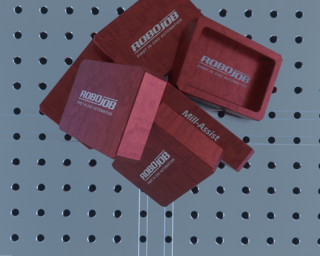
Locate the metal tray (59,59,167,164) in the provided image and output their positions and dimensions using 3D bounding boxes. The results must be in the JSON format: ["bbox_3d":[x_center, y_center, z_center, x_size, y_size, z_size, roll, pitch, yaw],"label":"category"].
[{"bbox_3d":[-0.058,-0.024,0.337,0.030,0.130,0.090,19,90,-42],"label":"metal tray"}]

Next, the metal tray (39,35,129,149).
[{"bbox_3d":[-0.081,-0.048,0.410,0.090,0.030,0.130,39,90,-1],"label":"metal tray"}]

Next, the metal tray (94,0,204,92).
[{"bbox_3d":[-0.007,-0.114,0.392,0.130,0.030,0.090,-44,93,-14],"label":"metal tray"}]

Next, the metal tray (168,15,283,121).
[{"bbox_3d":[0.083,-0.070,0.387,0.131,0.030,0.090,18,90,-23],"label":"metal tray"}]

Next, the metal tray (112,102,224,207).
[{"bbox_3d":[0.003,0.038,0.365,0.090,0.129,0.030,38,51,0],"label":"metal tray"}]

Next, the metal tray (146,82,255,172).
[{"bbox_3d":[0.044,-0.003,0.380,0.130,0.090,0.030,38,90,0],"label":"metal tray"}]
